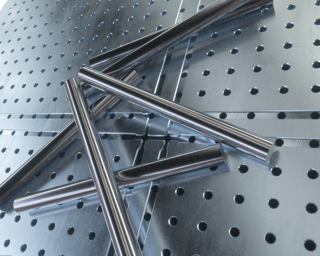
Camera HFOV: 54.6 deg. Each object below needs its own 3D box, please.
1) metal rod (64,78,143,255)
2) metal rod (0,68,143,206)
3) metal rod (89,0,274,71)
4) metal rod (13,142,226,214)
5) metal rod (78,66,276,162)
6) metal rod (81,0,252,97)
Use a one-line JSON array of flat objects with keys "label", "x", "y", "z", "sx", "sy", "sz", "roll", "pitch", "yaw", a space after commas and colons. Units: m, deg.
[{"label": "metal rod", "x": -0.082, "y": 0.034, "z": 0.397, "sx": 0.025, "sy": 0.025, "sz": 0.300, "roll": -34, "pitch": 51, "yaw": 6}, {"label": "metal rod", "x": -0.147, "y": 0.016, "z": 0.476, "sx": 0.300, "sy": 0.025, "sz": 0.025, "roll": -42, "pitch": 51, "yaw": -1}, {"label": "metal rod", "x": 0.022, "y": -0.149, "z": 0.489, "sx": 0.300, "sy": 0.025, "sz": 0.025, "roll": -16, "pitch": 55, "yaw": 19}, {"label": "metal rod", "x": -0.065, "y": 0.070, "z": 0.400, "sx": 0.300, "sy": 0.025, "sz": 0.025, "roll": -17, "pitch": 55, "yaw": 18}, {"label": "metal rod", "x": 0.001, "y": -0.029, "z": 0.406, "sx": 0.300, "sy": 0.025, "sz": 0.025, "roll": 25, "pitch": 75, "yaw": 30}, {"label": "metal rod", "x": -0.003, "y": -0.125, "z": 0.470, "sx": 0.300, "sy": 0.025, "sz": 0.025, "roll": -27, "pitch": 52, "yaw": 18}]
